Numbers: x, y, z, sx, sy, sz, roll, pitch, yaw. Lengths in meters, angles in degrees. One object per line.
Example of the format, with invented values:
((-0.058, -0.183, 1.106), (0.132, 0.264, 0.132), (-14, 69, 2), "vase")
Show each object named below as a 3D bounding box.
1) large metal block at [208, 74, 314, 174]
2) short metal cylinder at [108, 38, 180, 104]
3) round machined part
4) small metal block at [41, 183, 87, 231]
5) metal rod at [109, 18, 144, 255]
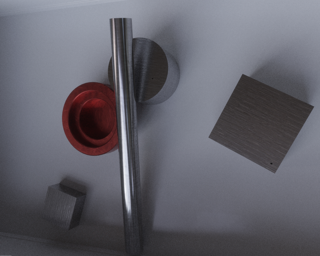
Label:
((0.115, -0.006, 0.357), (0.080, 0.050, 0.080), (29, 99, 17), "large metal block")
((-0.020, -0.071, 0.403), (0.080, 0.050, 0.079), (0, 90, 19), "short metal cylinder")
((-0.082, -0.013, 0.427), (0.098, 0.042, 0.097), (1, 93, 22), "round machined part")
((-0.143, 0.116, 0.459), (0.050, 0.025, 0.050), (17, 96, 18), "small metal block")
((-0.039, 0.022, 0.384), (0.025, 0.025, 0.298), (4, 106, 19), "metal rod")
